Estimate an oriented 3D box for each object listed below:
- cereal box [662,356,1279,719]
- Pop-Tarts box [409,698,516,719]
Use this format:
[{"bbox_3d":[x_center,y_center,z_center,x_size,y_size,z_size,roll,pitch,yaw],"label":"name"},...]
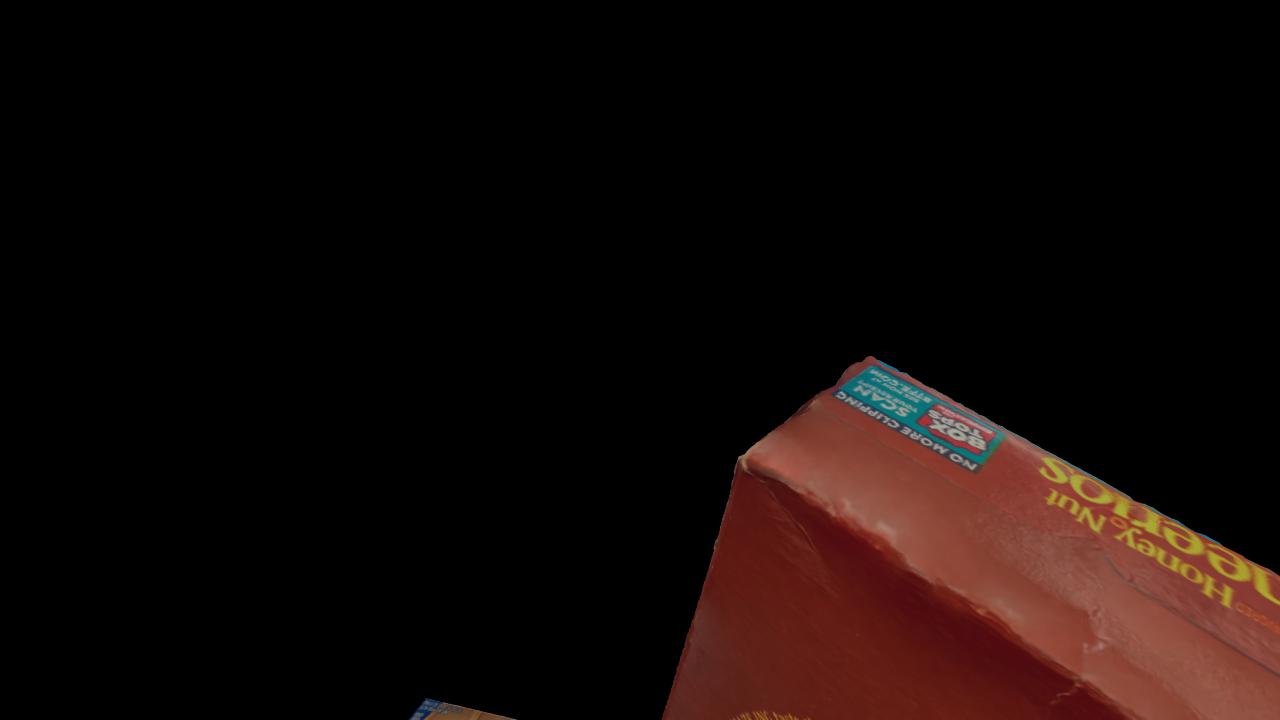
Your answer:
[{"bbox_3d":[0.098,0.178,0.197,0.203,0.306,0.081,33,40,32],"label":"cereal box"},{"bbox_3d":[-0.199,0.460,0.656,0.167,0.083,0.141,0,17,20],"label":"Pop-Tarts box"}]
